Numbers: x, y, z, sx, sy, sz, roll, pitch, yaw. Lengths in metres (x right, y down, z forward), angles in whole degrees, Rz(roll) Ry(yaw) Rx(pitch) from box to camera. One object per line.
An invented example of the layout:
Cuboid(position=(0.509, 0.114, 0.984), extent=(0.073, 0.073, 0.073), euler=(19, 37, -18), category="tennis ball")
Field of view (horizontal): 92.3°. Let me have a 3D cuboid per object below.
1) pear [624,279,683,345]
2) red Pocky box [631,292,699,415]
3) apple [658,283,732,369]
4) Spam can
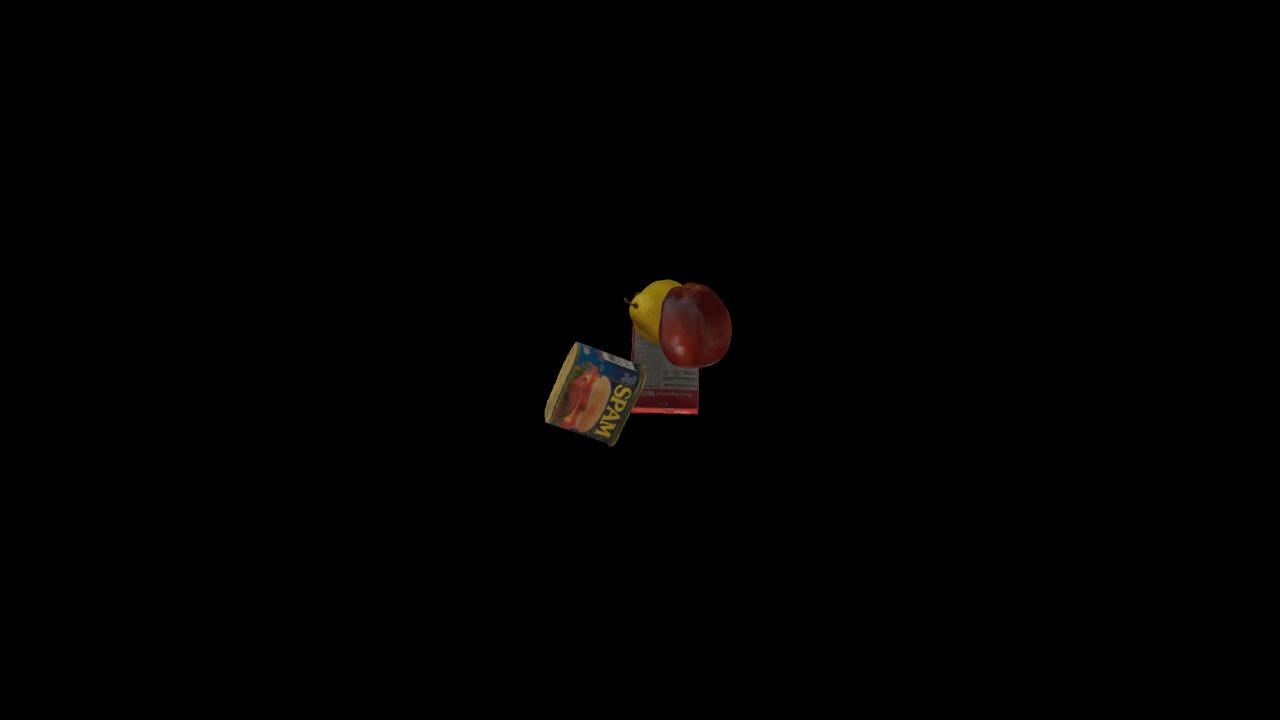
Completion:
Cuboid(position=(0.018, -0.054, 0.720), extent=(0.080, 0.080, 0.111), euler=(0, 7, 31), category="pear")
Cuboid(position=(0.031, -0.010, 0.745), extent=(0.083, 0.155, 0.028), euler=(2, -24, 3), category="red Pocky box")
Cuboid(position=(0.057, -0.034, 0.651), extent=(0.079, 0.093, 0.079), euler=(-8, 23, 3), category="apple")
Cuboid(position=(-0.053, 0.038, 0.706), extent=(0.085, 0.101, 0.058), euler=(21, 18, -16), category="Spam can")
